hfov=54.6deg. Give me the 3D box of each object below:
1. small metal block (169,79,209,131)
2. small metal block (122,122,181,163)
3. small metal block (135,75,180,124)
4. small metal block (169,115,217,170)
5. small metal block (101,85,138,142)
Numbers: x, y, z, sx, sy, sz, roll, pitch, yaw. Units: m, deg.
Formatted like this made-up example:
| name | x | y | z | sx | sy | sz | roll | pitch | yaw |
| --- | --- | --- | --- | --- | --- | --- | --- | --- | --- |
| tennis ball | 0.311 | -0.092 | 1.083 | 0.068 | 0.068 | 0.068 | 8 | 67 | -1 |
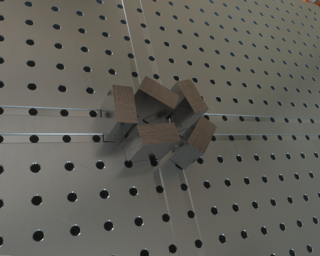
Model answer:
| name | x | y | z | sx | sy | sz | roll | pitch | yaw |
| --- | --- | --- | --- | --- | --- | --- | --- | --- | --- |
| small metal block | 0.033 | -0.031 | 0.427 | 0.025 | 0.050 | 0.050 | -17 | 70 | -35 |
| small metal block | -0.011 | 0.018 | 0.374 | 0.050 | 0.050 | 0.025 | -5 | 64 | -31 |
| small metal block | -0.011 | -0.033 | 0.406 | 0.050 | 0.050 | 0.025 | 30 | 53 | -10 |
| small metal block | 0.043 | 0.019 | 0.402 | 0.025 | 0.050 | 0.050 | 36 | 51 | -3 |
| small metal block | -0.050 | -0.016 | 0.374 | 0.025 | 0.050 | 0.050 | 3 | 61 | -26 |
